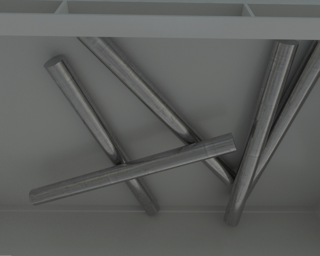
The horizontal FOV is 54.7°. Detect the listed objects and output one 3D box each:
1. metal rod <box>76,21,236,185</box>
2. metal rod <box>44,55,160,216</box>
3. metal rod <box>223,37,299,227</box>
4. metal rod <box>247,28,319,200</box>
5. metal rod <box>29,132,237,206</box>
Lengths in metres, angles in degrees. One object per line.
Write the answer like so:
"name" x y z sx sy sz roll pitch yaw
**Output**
"metal rod" 0.015 -0.013 0.398 0.025 0.025 0.300 -31 124 23
"metal rod" -0.065 0.032 0.435 0.025 0.025 0.299 -16 129 13
"metal rod" 0.126 0.028 0.416 0.025 0.025 0.298 3 125 -3
"metal rod" 0.153 0.011 0.419 0.025 0.025 0.298 8 130 -7
"metal rod" -0.046 0.060 0.425 0.301 0.025 0.025 -17 128 14
